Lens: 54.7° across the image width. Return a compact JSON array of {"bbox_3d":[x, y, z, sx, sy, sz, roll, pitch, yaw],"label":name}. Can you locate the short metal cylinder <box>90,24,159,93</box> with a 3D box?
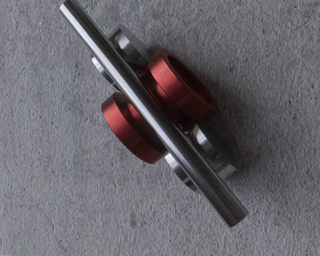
[{"bbox_3d":[-0.041,-0.084,0.394,0.050,0.080,0.080,-41,78,15],"label":"short metal cylinder"}]

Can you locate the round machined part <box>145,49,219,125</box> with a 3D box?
[{"bbox_3d":[0.021,-0.043,0.364,0.042,0.098,0.098,-42,77,20],"label":"round machined part"}]

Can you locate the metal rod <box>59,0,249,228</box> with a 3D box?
[{"bbox_3d":[-0.015,-0.026,0.330,0.025,0.025,0.300,-42,77,15],"label":"metal rod"}]

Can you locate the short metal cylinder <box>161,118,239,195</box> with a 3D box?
[{"bbox_3d":[0.047,0.030,0.364,0.050,0.080,0.080,-41,78,15],"label":"short metal cylinder"}]

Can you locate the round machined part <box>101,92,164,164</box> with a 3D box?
[{"bbox_3d":[-0.021,-0.007,0.377,0.042,0.098,0.098,-40,78,11],"label":"round machined part"}]
